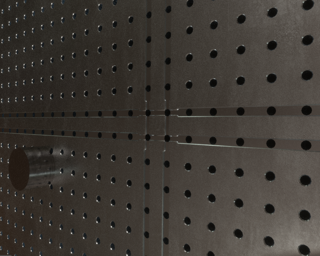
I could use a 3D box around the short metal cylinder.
[{"bbox_3d":[-0.245,0.076,0.592,0.080,0.050,0.079,0,90,39],"label":"short metal cylinder"}]
